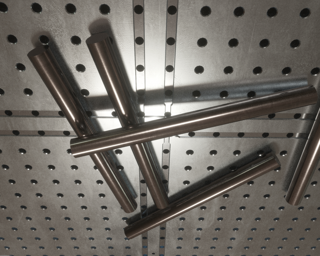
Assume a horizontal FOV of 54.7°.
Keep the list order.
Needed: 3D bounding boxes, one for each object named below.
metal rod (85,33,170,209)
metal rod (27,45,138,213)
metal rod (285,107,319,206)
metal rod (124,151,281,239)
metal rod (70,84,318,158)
[{"bbox_3d":[-0.032,0.015,0.423,0.025,0.025,0.299,-11,130,8],"label":"metal rod"},{"bbox_3d":[-0.092,0.025,0.431,0.025,0.025,0.299,-13,129,10],"label":"metal rod"},{"bbox_3d":[0.218,0.006,0.419,0.025,0.025,0.298,-1,130,1],"label":"metal rod"},{"bbox_3d":[0.056,0.120,0.514,0.299,0.025,0.025,-33,123,25],"label":"metal rod"},{"bbox_3d":[0.040,-0.008,0.383,0.302,0.025,0.025,-13,130,1],"label":"metal rod"}]
